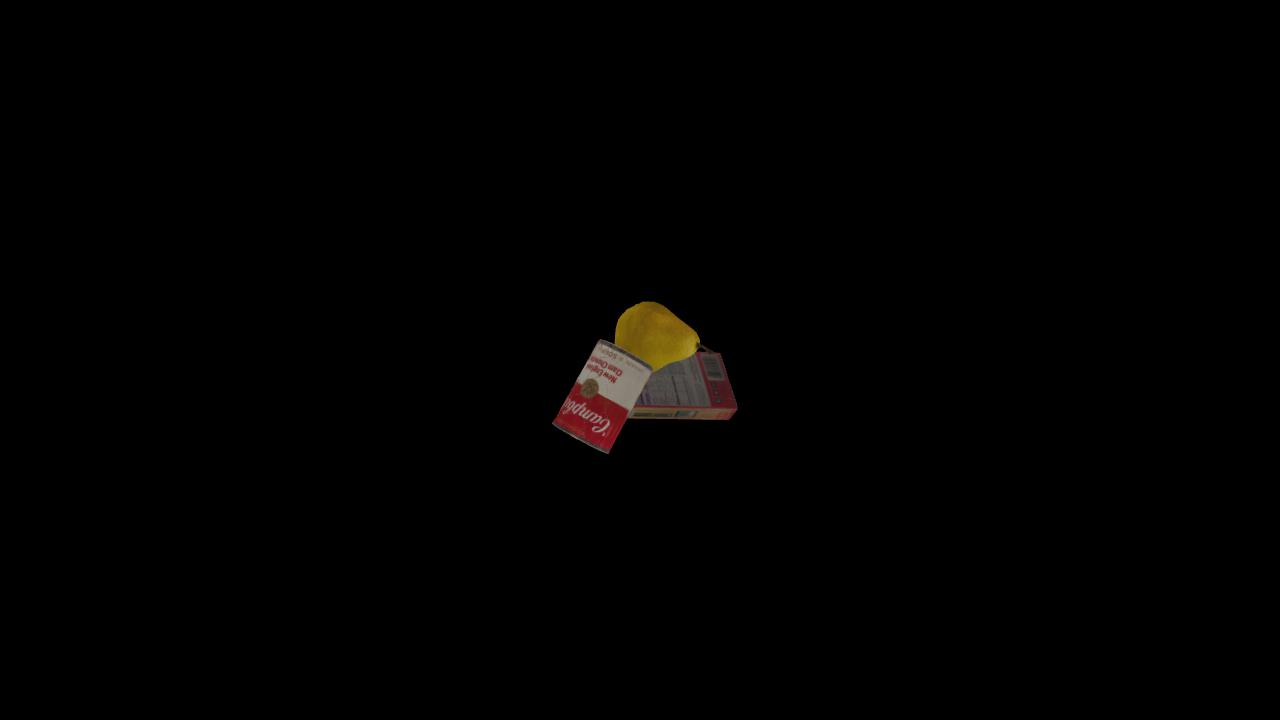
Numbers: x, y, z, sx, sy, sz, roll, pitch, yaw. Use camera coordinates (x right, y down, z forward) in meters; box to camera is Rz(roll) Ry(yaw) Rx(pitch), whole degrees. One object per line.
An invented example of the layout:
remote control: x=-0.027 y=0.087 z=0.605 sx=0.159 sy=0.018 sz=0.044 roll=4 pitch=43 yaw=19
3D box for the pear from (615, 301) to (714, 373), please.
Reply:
pear: x=0.028 y=-0.025 z=0.671 sx=0.111 sy=0.080 sz=0.080 roll=-3 pitch=-1 yaw=31

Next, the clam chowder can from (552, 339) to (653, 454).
clam chowder can: x=-0.038 y=0.038 z=0.644 sx=0.068 sy=0.102 sz=0.068 roll=29 pitch=-6 yaw=3

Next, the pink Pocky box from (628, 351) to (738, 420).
pink Pocky box: x=0.031 y=0.028 z=0.714 sx=0.155 sy=0.084 sz=0.029 roll=3 pitch=-39 yaw=-21
